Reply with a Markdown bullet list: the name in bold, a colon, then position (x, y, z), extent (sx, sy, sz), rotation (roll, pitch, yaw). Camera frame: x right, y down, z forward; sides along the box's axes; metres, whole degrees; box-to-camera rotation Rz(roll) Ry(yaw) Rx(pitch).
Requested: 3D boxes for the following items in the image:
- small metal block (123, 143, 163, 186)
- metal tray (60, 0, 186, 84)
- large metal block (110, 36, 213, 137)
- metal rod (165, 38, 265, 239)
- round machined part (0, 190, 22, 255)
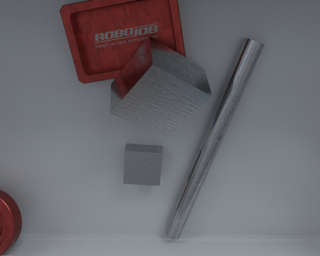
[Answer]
- **small metal block**: position (-0.023, 0.051, 0.430), extent (0.050, 0.025, 0.050), rotation (4, 110, -2)
- **metal tray**: position (-0.040, -0.109, 0.367), extent (0.131, 0.030, 0.089), rotation (-10, 110, 3)
- **large metal block**: position (-0.001, -0.044, 0.356), extent (0.080, 0.050, 0.080), rotation (23, 131, -30)
- **metal rod**: position (0.067, 0.027, 0.422), extent (0.025, 0.025, 0.298), rotation (18, 109, -7)
- **round machined part**: position (-0.242, 0.132, 0.437), extent (0.099, 0.042, 0.097), rotation (0, 91, 4)
